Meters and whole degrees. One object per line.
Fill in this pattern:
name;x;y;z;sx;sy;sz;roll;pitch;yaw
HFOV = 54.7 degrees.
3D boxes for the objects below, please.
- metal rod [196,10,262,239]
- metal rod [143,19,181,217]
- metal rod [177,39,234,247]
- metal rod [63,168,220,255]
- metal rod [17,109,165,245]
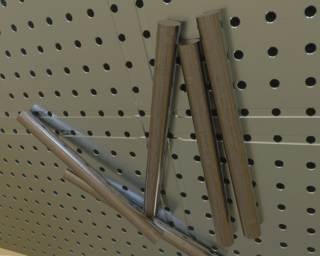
metal rod;0.089;0.015;0.373;0.025;0.025;0.298;-3;117;29
metal rod;-0.002;0.010;0.416;0.025;0.025;0.298;18;126;17
metal rod;0.065;0.038;0.399;0.025;0.025;0.298;0;119;28
metal rod;-0.031;0.149;0.517;0.301;0.025;0.025;29;128;9
metal rod;-0.115;0.076;0.501;0.300;0.025;0.025;41;129;6
